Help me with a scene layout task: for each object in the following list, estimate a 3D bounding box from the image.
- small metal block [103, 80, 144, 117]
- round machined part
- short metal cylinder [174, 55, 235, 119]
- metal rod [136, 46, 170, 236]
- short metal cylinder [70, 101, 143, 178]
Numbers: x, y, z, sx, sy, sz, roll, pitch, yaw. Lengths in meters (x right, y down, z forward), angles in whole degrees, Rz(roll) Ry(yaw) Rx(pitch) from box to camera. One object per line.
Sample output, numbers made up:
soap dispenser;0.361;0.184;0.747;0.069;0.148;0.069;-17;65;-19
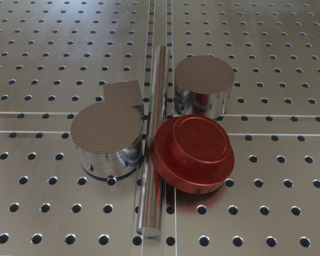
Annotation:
small metal block;-0.051;-0.038;0.434;0.050;0.025;0.050;-9;51;-7
round machined part;0.041;0.023;0.357;0.099;0.042;0.098;11;48;-12
short metal cylinder;0.060;-0.057;0.434;0.081;0.050;0.080;0;50;0
metal rod;-0.004;-0.009;0.410;0.025;0.025;0.300;2;50;2
short metal cylinder;-0.062;0.013;0.374;0.081;0.050;0.080;0;50;0
